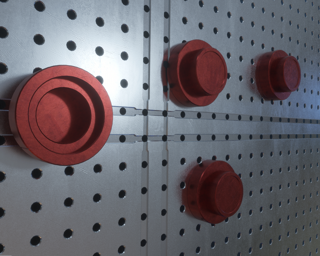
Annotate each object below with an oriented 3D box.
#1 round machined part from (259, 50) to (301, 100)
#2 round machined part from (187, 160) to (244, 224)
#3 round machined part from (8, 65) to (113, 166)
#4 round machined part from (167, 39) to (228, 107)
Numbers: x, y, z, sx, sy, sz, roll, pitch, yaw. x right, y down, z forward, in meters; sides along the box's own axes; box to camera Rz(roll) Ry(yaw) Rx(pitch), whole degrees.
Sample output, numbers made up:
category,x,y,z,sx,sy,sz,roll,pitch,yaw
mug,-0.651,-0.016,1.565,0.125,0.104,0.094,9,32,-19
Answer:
category,x,y,z,sx,sy,sz,roll,pitch,yaw
round machined part,0.238,-0.103,0.601,0.099,0.042,0.097,0,90,-40
round machined part,0.092,0.099,0.478,0.099,0.042,0.097,0,90,-40
round machined part,-0.101,-0.012,0.315,0.099,0.042,0.097,0,90,-40
round machined part,0.061,-0.080,0.451,0.099,0.042,0.097,0,90,-40
